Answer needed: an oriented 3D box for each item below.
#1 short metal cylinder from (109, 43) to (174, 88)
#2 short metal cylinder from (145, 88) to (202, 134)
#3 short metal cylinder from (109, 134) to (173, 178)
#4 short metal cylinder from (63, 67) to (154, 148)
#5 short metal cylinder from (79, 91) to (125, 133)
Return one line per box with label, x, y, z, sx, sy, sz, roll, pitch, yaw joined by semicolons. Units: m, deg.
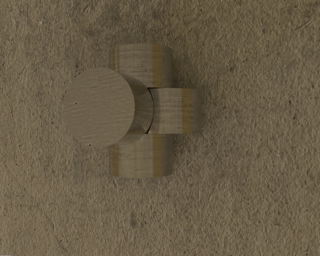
short metal cylinder;-0.023;-0.070;0.388;0.080;0.080;0.050;-2;90;19
short metal cylinder;0.011;-0.019;0.376;0.080;0.080;0.050;0;90;19
short metal cylinder;-0.023;0.031;0.388;0.080;0.080;0.050;0;90;19
short metal cylinder;-0.053;-0.020;0.329;0.080;0.050;0.079;0;90;19
short metal cylinder;-0.066;-0.018;0.403;0.080;0.080;0.050;-1;90;19
